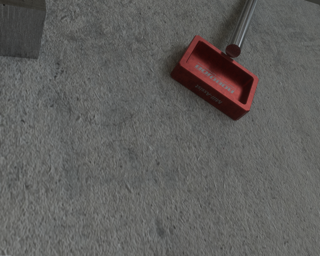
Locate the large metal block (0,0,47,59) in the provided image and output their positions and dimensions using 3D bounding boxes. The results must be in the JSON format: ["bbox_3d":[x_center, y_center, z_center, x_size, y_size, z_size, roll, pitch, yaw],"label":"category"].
[{"bbox_3d":[-0.178,-0.127,0.350,0.081,0.080,0.050,0,62,-28],"label":"large metal block"}]

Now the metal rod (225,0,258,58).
[{"bbox_3d":[0.171,-0.223,0.614,0.025,0.025,0.301,34,46,-6],"label":"metal rod"}]

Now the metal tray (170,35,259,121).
[{"bbox_3d":[0.091,-0.082,0.499,0.130,0.030,0.090,33,51,-6],"label":"metal tray"}]
